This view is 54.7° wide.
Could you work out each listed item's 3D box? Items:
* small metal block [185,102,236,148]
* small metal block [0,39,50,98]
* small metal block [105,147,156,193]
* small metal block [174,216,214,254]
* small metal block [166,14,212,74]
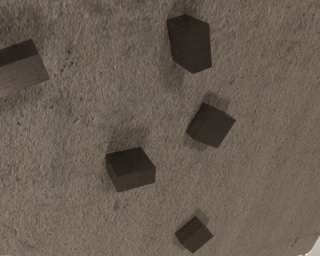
[{"bbox_3d":[0.073,-0.003,0.447,0.050,0.025,0.050,20,108,-36],"label":"small metal block"},{"bbox_3d":[-0.134,-0.055,0.284,0.050,0.050,0.025,-24,128,-14],"label":"small metal block"},{"bbox_3d":[-0.039,0.053,0.403,0.050,0.050,0.025,-11,123,-23],"label":"small metal block"},{"bbox_3d":[0.063,0.195,0.564,0.050,0.025,0.050,-40,130,-1],"label":"small metal block"},{"bbox_3d":[0.033,-0.096,0.351,0.025,0.050,0.050,-23,127,-15],"label":"small metal block"}]
